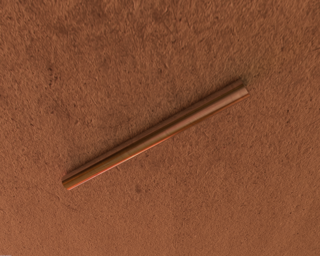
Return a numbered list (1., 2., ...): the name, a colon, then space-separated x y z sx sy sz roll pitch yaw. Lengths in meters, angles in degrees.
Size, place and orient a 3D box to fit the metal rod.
1. metal rod: -0.020 0.018 0.424 0.300 0.025 0.025 -28 125 22
